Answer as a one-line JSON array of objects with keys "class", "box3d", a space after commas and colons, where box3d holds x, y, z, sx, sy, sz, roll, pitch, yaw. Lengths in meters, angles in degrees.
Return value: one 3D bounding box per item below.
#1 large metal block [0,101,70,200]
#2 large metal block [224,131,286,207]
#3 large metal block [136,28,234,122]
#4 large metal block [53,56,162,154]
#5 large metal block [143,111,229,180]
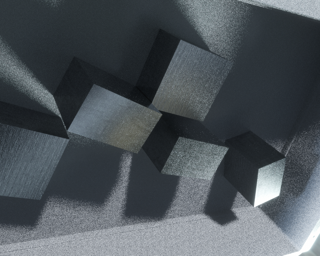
[{"class": "large metal block", "box3d": [-0.154, 0.023, 0.324, 0.081, 0.050, 0.080, 18, 109, -36]}, {"class": "large metal block", "box3d": [0.148, 0.064, 0.496, 0.050, 0.080, 0.079, -19, 126, -18]}, {"class": "large metal block", "box3d": [0.027, -0.061, 0.371, 0.081, 0.050, 0.079, 13, 112, -34]}, {"class": "large metal block", "box3d": [-0.057, -0.025, 0.327, 0.080, 0.080, 0.050, 23, 106, -37]}, {"class": "large metal block", "box3d": [0.026, 0.019, 0.401, 0.081, 0.080, 0.050, 13, 111, -34]}]
